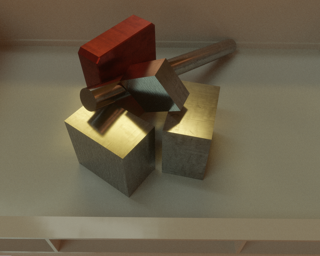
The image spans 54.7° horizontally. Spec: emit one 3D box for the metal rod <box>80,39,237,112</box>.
[{"bbox_3d":[0.022,-0.083,0.415,0.025,0.025,0.302,34,41,25],"label":"metal rod"}]

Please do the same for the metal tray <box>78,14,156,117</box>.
[{"bbox_3d":[-0.045,-0.061,0.385,0.030,0.129,0.090,33,58,25],"label":"metal tray"}]

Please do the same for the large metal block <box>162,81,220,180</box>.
[{"bbox_3d":[0.036,0.003,0.367,0.050,0.080,0.080,10,51,8],"label":"large metal block"}]

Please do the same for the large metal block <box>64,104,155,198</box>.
[{"bbox_3d":[-0.053,0.021,0.351,0.080,0.080,0.050,29,56,22],"label":"large metal block"}]

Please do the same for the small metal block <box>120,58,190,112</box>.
[{"bbox_3d":[-0.005,-0.043,0.327,0.050,0.050,0.025,0,51,42],"label":"small metal block"}]
